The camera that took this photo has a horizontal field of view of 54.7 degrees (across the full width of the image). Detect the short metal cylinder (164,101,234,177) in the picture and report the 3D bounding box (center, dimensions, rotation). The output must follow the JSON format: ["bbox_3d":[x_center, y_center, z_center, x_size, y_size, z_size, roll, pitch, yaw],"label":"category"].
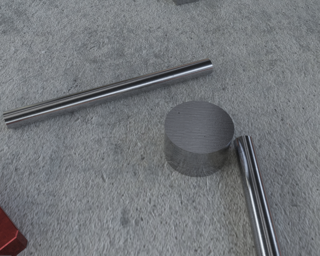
[{"bbox_3d":[0.045,0.013,0.377,0.081,0.050,0.080,0,50,0],"label":"short metal cylinder"}]

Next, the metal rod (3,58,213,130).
[{"bbox_3d":[-0.063,-0.054,0.447,0.302,0.025,0.025,-17,52,-15],"label":"metal rod"}]

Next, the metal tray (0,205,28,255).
[{"bbox_3d":[-0.211,0.100,0.313,0.130,0.030,0.090,37,59,26],"label":"metal tray"}]

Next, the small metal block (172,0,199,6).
[{"bbox_3d":[0.049,-0.281,0.640,0.050,0.025,0.050,-16,52,-14],"label":"small metal block"}]

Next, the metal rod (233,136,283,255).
[{"bbox_3d":[0.107,0.132,0.293,0.025,0.025,0.300,0,50,-1],"label":"metal rod"}]
